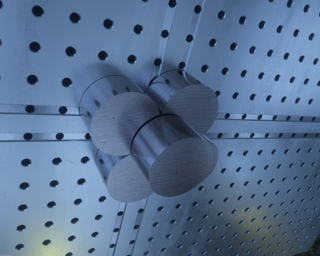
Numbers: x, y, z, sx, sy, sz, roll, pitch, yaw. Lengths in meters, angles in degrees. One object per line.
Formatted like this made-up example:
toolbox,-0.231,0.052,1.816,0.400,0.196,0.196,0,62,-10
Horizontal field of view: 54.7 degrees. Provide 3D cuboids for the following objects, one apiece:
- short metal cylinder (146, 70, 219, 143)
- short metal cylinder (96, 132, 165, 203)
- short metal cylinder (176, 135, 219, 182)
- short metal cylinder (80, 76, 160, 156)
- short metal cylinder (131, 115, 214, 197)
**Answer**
short metal cylinder,0.026,-0.027,0.393,0.081,0.050,0.079,-14,125,-21
short metal cylinder,-0.038,0.050,0.406,0.081,0.050,0.079,-14,125,-21
short metal cylinder,0.035,0.038,0.439,0.081,0.050,0.079,-14,125,-21
short metal cylinder,-0.047,-0.015,0.360,0.081,0.050,0.079,-14,125,-21
short metal cylinder,0.014,0.032,0.357,0.081,0.050,0.079,-15,126,-21
